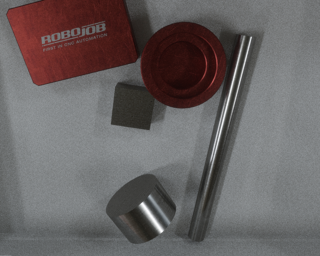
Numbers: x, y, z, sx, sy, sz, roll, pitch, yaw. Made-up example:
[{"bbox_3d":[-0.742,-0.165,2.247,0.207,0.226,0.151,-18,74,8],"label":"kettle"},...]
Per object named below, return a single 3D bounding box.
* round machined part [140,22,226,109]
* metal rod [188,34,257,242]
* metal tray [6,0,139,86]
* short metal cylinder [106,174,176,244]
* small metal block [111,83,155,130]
[{"bbox_3d":[0.026,-0.075,0.372,0.099,0.042,0.097,-1,107,-4],"label":"round machined part"},{"bbox_3d":[0.079,0.027,0.422,0.025,0.025,0.298,9,110,-4],"label":"metal rod"},{"bbox_3d":[-0.098,-0.109,0.367,0.131,0.030,0.089,-13,110,4],"label":"metal tray"},{"bbox_3d":[-0.025,0.108,0.422,0.080,0.080,0.050,-30,108,10],"label":"short metal cylinder"},{"bbox_3d":[-0.034,-0.028,0.401,0.050,0.025,0.050,9,110,-4],"label":"small metal block"}]
